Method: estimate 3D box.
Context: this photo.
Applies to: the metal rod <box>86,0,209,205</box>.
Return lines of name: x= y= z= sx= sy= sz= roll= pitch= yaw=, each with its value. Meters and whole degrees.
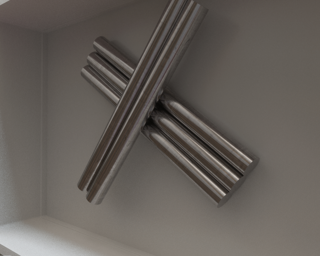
metal rod: x=-0.027 y=-0.016 z=0.395 sx=0.025 sy=0.025 sz=0.298 roll=45 pitch=117 yaw=31

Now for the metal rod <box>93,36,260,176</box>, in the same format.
metal rod: x=0.002 y=-0.045 z=0.404 sx=0.300 sy=0.025 sz=0.025 roll=42 pitch=116 yaw=31

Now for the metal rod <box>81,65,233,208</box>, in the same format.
metal rod: x=-0.022 y=-0.006 z=0.423 sx=0.300 sy=0.025 sz=0.025 roll=42 pitch=116 yaw=32

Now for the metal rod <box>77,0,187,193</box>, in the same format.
metal rod: x=-0.043 y=-0.031 z=0.408 sx=0.025 sy=0.025 sz=0.298 roll=45 pitch=117 yaw=31

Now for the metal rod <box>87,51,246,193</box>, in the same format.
metal rod: x=-0.010 y=-0.025 z=0.413 sx=0.300 sy=0.025 sz=0.025 roll=42 pitch=116 yaw=32
